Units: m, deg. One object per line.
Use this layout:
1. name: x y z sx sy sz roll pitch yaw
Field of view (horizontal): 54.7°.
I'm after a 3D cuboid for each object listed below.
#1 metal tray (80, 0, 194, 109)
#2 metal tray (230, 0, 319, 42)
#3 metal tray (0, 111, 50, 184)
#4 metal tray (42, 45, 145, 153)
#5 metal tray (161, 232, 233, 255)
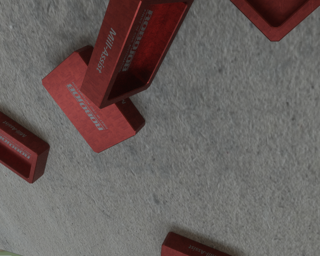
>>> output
1. metal tray: -0.024 -0.086 0.320 0.030 0.091 0.129 42 130 14
2. metal tray: 0.089 -0.151 0.262 0.130 0.030 0.090 44 129 -3
3. metal tray: -0.267 0.033 0.561 0.130 0.030 0.089 33 129 6
4. metal tray: -0.092 -0.035 0.428 0.090 0.030 0.130 -26 105 36
5. metal tray: 0.066 0.233 0.512 0.130 0.030 0.089 16 125 18
